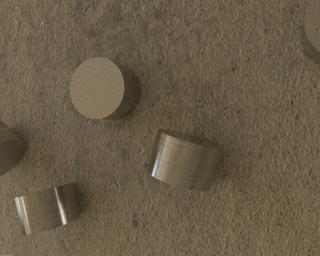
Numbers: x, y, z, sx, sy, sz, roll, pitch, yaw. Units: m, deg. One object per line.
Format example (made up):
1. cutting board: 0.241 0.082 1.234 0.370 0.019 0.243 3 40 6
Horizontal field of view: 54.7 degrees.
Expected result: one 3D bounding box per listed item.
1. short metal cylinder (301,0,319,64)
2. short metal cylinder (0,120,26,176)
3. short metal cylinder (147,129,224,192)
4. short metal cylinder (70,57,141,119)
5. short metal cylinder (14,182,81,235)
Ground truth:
1. short metal cylinder: 0.194 -0.107 0.327 0.080 0.050 0.080 0 90 20
2. short metal cylinder: -0.255 0.032 0.470 0.050 0.080 0.080 40 103 16
3. short metal cylinder: 0.030 0.036 0.369 0.080 0.080 0.050 18 96 19
4. short metal cylinder: -0.073 -0.051 0.422 0.080 0.050 0.080 0 90 20
5. short metal cylinder: -0.157 0.111 0.435 0.080 0.080 0.050 -16 85 19
